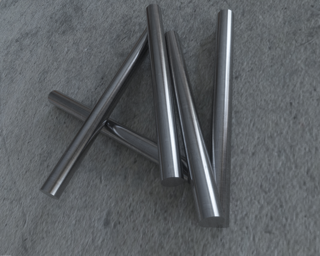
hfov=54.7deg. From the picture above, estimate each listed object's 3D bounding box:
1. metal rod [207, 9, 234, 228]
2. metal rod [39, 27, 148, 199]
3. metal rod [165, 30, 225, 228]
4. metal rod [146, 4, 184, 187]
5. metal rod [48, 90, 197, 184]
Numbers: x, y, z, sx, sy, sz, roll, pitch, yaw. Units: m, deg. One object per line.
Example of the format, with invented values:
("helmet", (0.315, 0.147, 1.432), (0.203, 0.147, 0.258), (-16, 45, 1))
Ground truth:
("metal rod", (0.077, -0.033, 0.382), (0.025, 0.025, 0.299), (-6, 59, 25))
("metal rod", (-0.071, -0.040, 0.436), (0.025, 0.025, 0.300), (8, 57, 31))
("metal rod", (0.032, -0.026, 0.383), (0.025, 0.025, 0.300), (-21, 48, 15))
("metal rod", (0.001, -0.066, 0.411), (0.025, 0.025, 0.299), (-18, 53, 17))
("metal rod", (-0.070, 0.000, 0.438), (0.300, 0.025, 0.025), (26, 76, 36))
